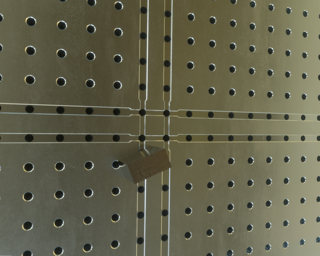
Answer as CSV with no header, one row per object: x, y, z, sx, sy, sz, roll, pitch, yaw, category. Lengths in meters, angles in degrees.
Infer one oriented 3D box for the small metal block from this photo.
-0.020,0.045,0.393,0.050,0.050,0.025,-23,98,-19,small metal block
